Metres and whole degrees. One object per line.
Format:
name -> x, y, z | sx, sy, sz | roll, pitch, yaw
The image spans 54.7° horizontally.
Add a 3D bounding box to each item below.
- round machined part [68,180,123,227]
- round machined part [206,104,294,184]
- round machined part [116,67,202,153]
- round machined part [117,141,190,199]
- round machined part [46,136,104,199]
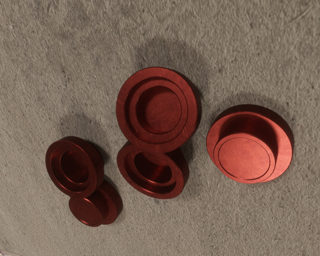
round machined part -> -0.118, 0.132, 0.537 | 0.098, 0.042, 0.097 | 13, 124, 20
round machined part -> 0.100, 0.025, 0.358 | 0.098, 0.042, 0.097 | 13, 124, 20
round machined part -> 0.001, -0.022, 0.366 | 0.098, 0.042, 0.097 | 2, 97, 20
round machined part -> -0.006, 0.048, 0.422 | 0.098, 0.042, 0.097 | 15, 131, 18
round machined part -> -0.128, 0.058, 0.490 | 0.098, 0.042, 0.097 | 9, 112, 24
